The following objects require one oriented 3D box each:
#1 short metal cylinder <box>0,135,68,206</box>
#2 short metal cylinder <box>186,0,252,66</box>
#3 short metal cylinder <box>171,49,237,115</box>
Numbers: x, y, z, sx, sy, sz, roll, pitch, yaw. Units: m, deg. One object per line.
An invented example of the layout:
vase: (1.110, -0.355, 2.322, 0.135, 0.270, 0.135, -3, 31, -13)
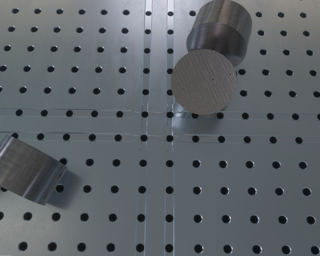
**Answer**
short metal cylinder: (-0.157, 0.050, 0.363, 0.080, 0.080, 0.050, 25, 72, 8)
short metal cylinder: (0.082, -0.126, 0.424, 0.080, 0.080, 0.050, 17, 58, 6)
short metal cylinder: (0.059, -0.061, 0.401, 0.080, 0.050, 0.079, 3, 103, 14)
